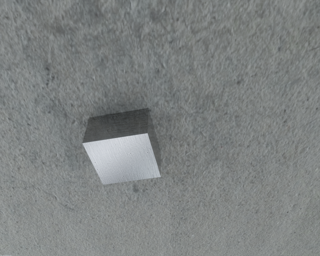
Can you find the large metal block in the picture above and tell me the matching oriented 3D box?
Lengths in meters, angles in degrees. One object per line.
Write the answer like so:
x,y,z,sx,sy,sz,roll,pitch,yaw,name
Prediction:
-0.046,0.026,0.412,0.080,0.050,0.080,-9,130,7,large metal block
